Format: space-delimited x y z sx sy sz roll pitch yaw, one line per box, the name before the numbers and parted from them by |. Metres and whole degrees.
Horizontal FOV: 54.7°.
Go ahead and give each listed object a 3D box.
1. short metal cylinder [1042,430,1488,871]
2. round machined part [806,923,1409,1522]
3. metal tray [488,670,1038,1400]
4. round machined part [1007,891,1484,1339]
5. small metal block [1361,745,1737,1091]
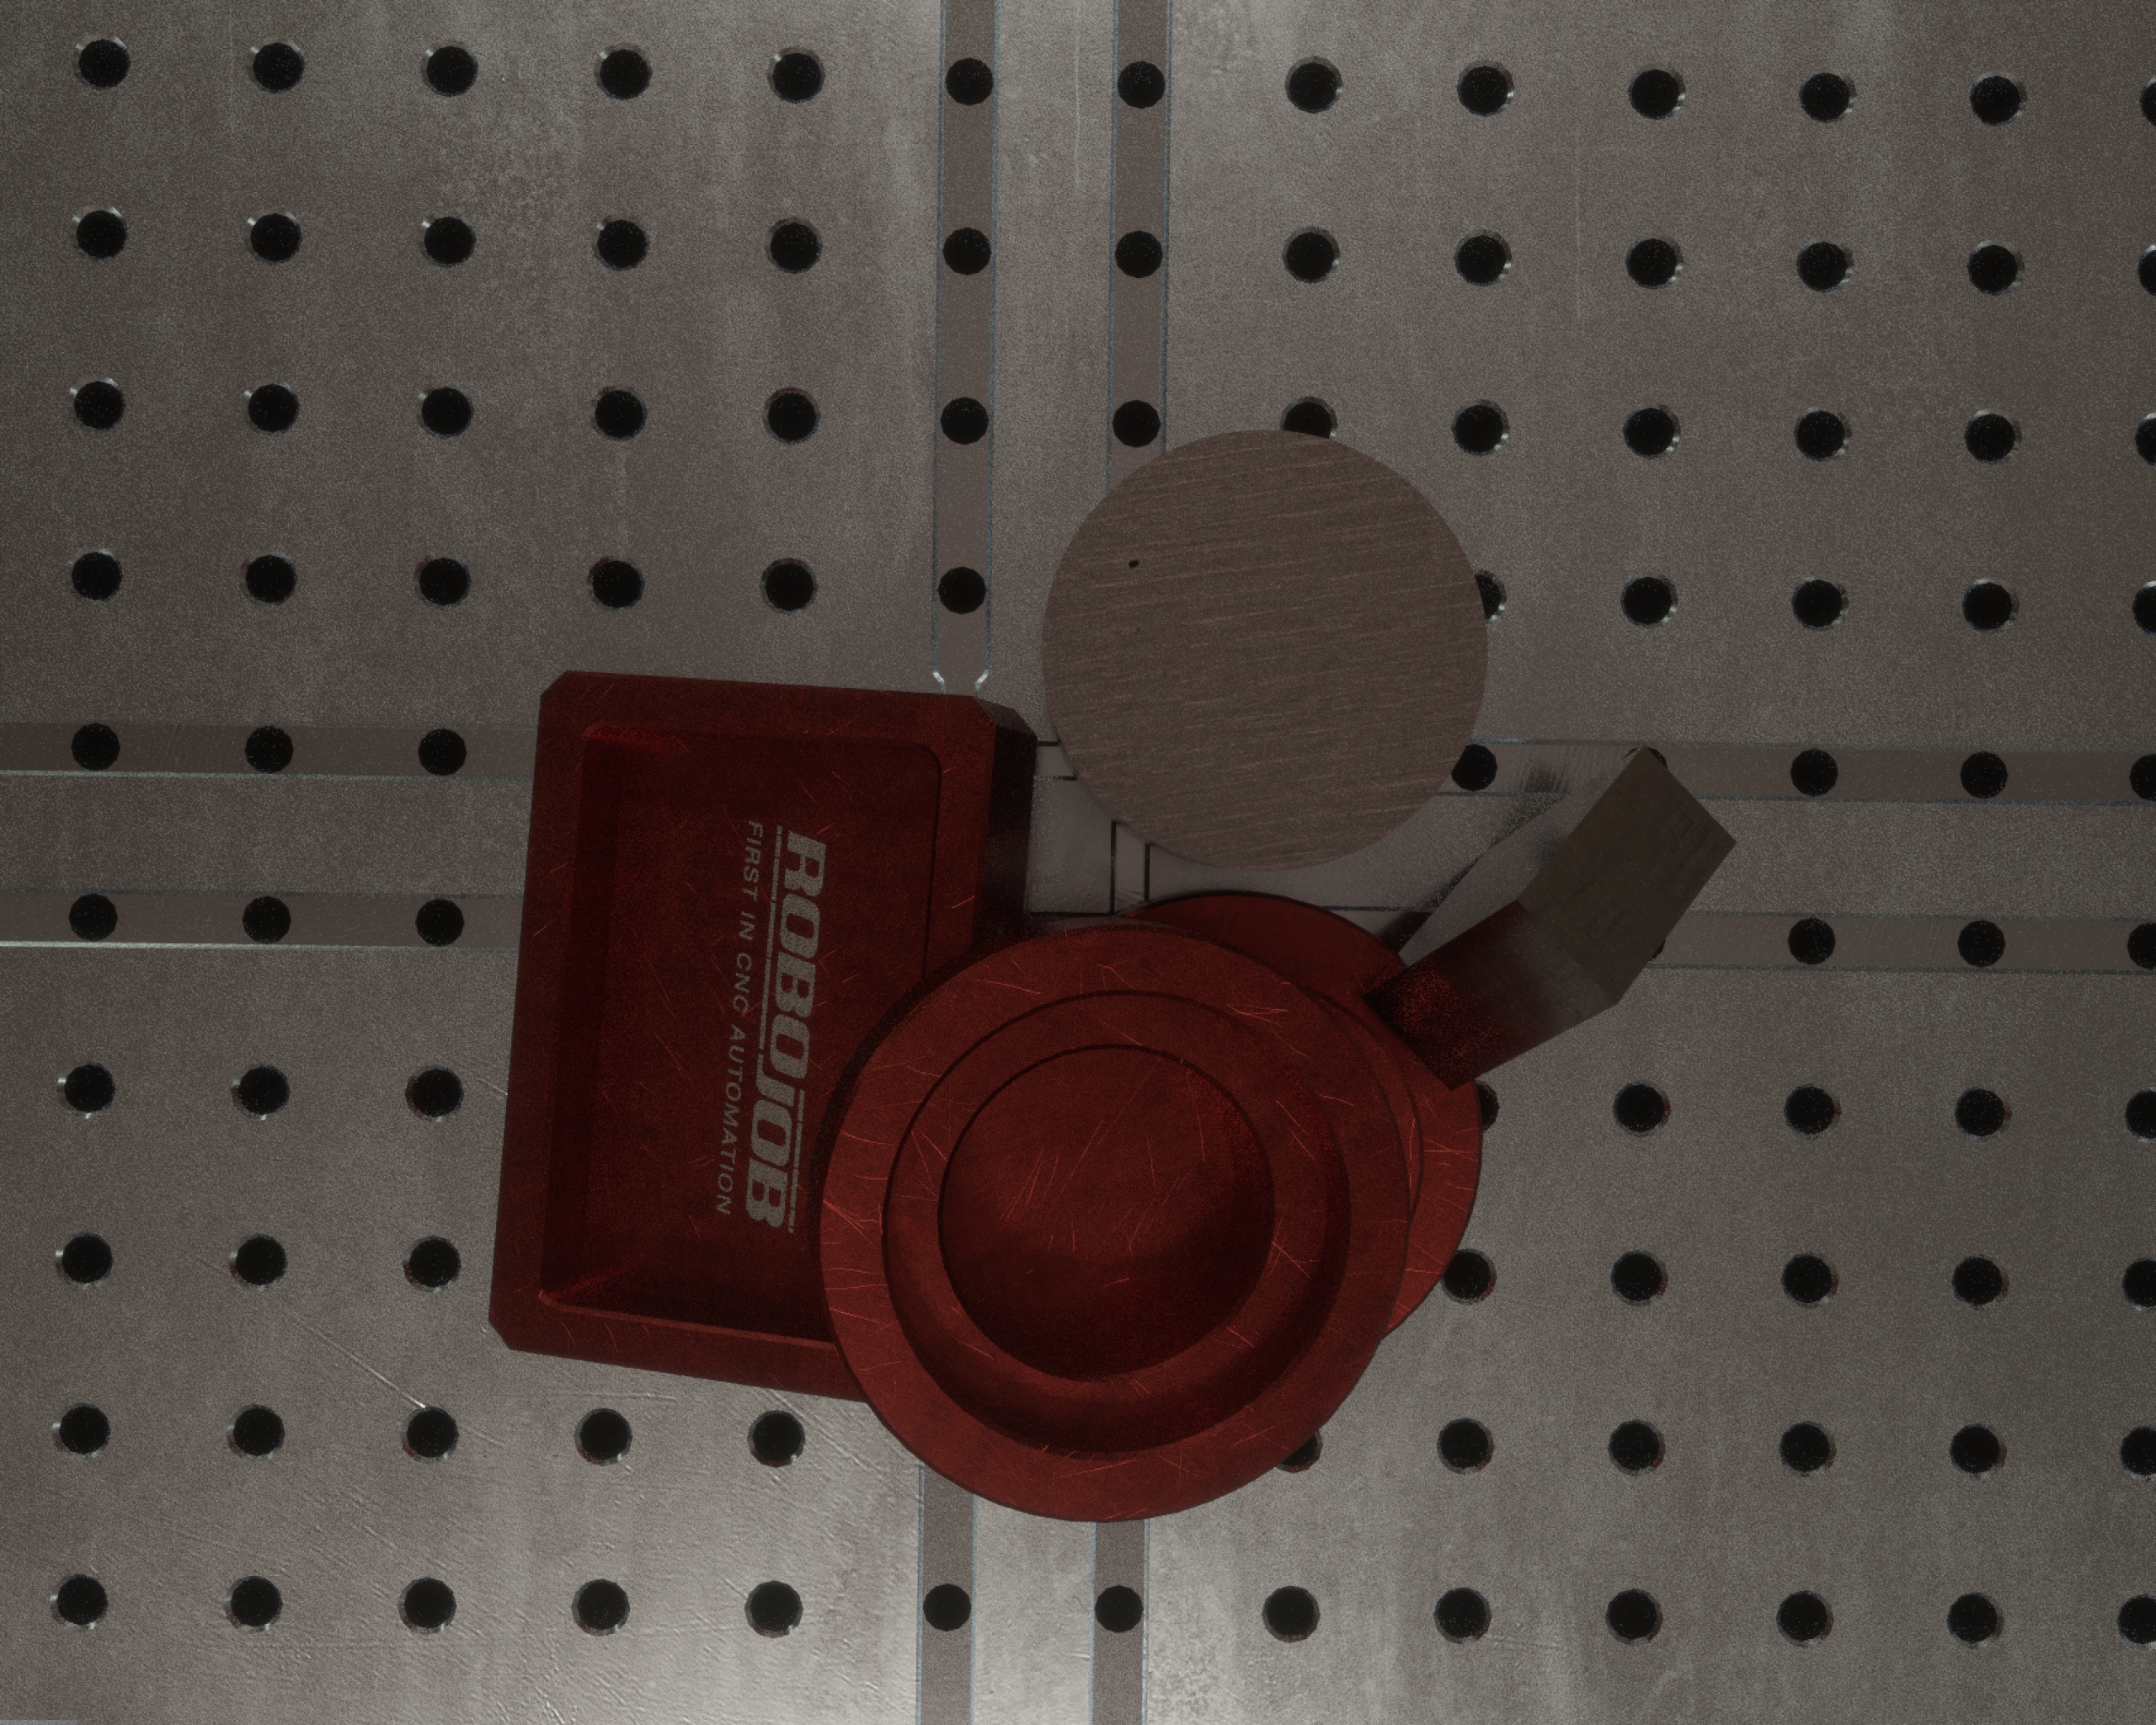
short metal cylinder | 0.034 -0.038 0.401 0.081 0.050 0.079 0 90 -1
round machined part | 0.003 0.058 0.357 0.099 0.042 0.097 0 92 -11
metal tray | -0.060 0.031 0.399 0.090 0.030 0.129 5 90 14
round machined part | 0.030 0.054 0.404 0.099 0.042 0.097 0 90 -1
small metal block | 0.088 0.011 0.392 0.025 0.050 0.050 47 55 0
